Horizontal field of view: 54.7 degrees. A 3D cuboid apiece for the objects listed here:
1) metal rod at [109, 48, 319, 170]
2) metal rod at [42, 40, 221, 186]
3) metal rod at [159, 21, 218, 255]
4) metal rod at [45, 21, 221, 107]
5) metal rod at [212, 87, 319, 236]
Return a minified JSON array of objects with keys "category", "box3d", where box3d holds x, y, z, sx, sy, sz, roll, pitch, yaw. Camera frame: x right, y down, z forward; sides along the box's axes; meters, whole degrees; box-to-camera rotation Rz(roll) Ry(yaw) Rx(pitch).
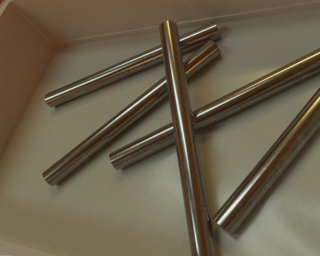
[{"category":"metal rod","box3d":[0.072,-0.022,0.380,0.301,0.025,0.025,-27,53,11]},{"category":"metal rod","box3d":[-0.040,-0.020,0.437,0.300,0.025,0.025,-38,51,2]},{"category":"metal rod","box3d":[0.028,-0.001,0.360,0.025,0.025,0.299,-16,65,19]},{"category":"metal rod","box3d":[-0.053,-0.095,0.489,0.301,0.025,0.025,-19,54,16]},{"category":"metal rod","box3d":[0.161,-0.012,0.328,0.300,0.025,0.025,-48,52,-7]}]
